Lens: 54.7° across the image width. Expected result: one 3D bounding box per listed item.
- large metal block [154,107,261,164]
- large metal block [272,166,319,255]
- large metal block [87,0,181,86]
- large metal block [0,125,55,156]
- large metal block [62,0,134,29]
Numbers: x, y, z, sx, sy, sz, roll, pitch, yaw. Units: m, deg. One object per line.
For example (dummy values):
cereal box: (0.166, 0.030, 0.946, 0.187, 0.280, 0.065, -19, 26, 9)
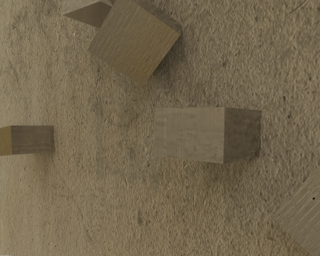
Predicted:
large metal block: (0.051, 0.005, 0.327, 0.080, 0.081, 0.050, 2, 92, 40)
large metal block: (0.158, 0.072, 0.258, 0.080, 0.050, 0.080, 46, 117, 30)
large metal block: (-0.031, -0.114, 0.386, 0.080, 0.080, 0.050, -50, 18, 28)
large metal block: (-0.257, 0.024, 0.582, 0.080, 0.081, 0.050, -8, 85, 40)
large metal block: (-0.077, -0.178, 0.432, 0.080, 0.081, 0.050, 1, 89, 40)
